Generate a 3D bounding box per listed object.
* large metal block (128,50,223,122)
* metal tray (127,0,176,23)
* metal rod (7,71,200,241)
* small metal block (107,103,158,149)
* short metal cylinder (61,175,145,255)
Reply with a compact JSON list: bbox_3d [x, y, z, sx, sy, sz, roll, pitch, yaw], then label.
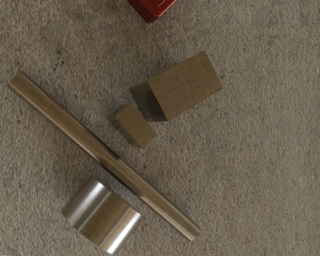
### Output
[{"bbox_3d":[0.017,-0.049,0.387,0.080,0.080,0.050,-31,101,-18],"label":"large metal block"},{"bbox_3d":[-0.024,-0.214,0.397,0.130,0.030,0.090,45,76,-15],"label":"metal tray"},{"bbox_3d":[-0.059,0.045,0.388,0.300,0.025,0.025,44,76,-15],"label":"metal rod"},{"bbox_3d":[-0.036,-0.003,0.383,0.025,0.050,0.050,-43,104,-15],"label":"small metal block"},{"bbox_3d":[-0.065,0.098,0.357,0.080,0.080,0.050,42,77,-16],"label":"short metal cylinder"}]
